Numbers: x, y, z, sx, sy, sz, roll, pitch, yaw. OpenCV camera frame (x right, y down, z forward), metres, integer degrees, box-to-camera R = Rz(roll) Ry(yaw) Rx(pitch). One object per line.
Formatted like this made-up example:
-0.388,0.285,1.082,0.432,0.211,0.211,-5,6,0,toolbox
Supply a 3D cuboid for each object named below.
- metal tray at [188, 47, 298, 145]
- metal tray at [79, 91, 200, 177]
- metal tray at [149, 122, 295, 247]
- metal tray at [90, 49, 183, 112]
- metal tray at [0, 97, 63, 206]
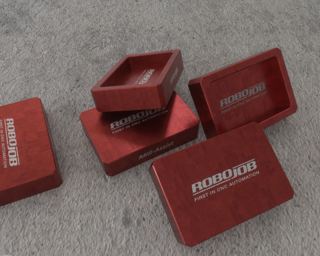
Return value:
0.109,-0.040,0.394,0.131,0.090,0.030,-24,10,-22,metal tray
-0.026,-0.003,0.402,0.131,0.030,0.090,-23,54,-18,metal tray
0.065,0.056,0.330,0.131,0.030,0.090,-19,78,-16,metal tray
-0.024,-0.067,0.417,0.090,0.030,0.130,-2,31,17,metal tray
-0.179,0.025,0.377,0.091,0.030,0.130,-17,52,-14,metal tray
